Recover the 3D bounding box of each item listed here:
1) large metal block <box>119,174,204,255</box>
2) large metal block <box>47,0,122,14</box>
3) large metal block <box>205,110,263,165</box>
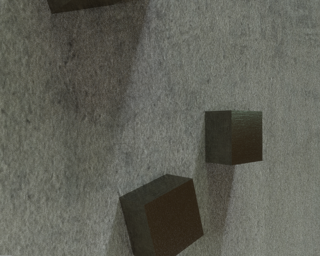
[{"bbox_3d":[0.004,0.113,0.394,0.081,0.050,0.079,-20,103,-38],"label":"large metal block"},{"bbox_3d":[-0.080,-0.172,0.322,0.081,0.050,0.080,-27,107,-37],"label":"large metal block"},{"bbox_3d":[0.118,0.013,0.490,0.081,0.050,0.079,-1,91,-40],"label":"large metal block"}]
